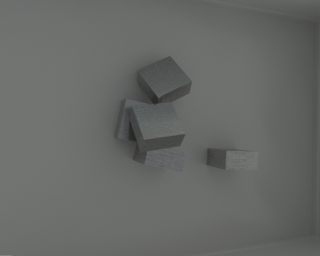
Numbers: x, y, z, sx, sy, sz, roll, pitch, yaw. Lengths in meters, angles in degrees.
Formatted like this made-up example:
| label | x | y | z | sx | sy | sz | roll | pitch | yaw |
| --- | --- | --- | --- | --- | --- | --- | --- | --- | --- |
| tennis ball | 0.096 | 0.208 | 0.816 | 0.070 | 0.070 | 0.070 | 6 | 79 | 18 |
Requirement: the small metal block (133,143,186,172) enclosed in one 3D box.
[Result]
| label | x | y | z | sx | sy | sz | roll | pitch | yaw |
| --- | --- | --- | --- | --- | --- | --- | --- | --- | --- |
| small metal block | -0.002 | 0.037 | 0.398 | 0.050 | 0.050 | 0.025 | 14 | 86 | -20 |

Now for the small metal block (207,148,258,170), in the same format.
| label | x | y | z | sx | sy | sz | roll | pitch | yaw |
| --- | --- | --- | --- | --- | --- | --- | --- | --- | --- |
| small metal block | 0.101 | 0.043 | 0.436 | 0.050 | 0.050 | 0.025 | 3 | 89 | -20 |

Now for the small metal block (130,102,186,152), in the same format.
| label | x | y | z | sx | sy | sz | roll | pitch | yaw |
| --- | --- | --- | --- | --- | --- | --- | --- | --- | --- |
| small metal block | -0.004 | -0.002 | 0.370 | 0.050 | 0.025 | 0.050 | -8 | 54 | -20 |

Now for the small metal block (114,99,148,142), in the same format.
| label | x | y | z | sx | sy | sz | roll | pitch | yaw |
| --- | --- | --- | --- | --- | --- | --- | --- | --- | --- |
| small metal block | -0.028 | -0.007 | 0.401 | 0.050 | 0.025 | 0.050 | 13 | 86 | -20 |

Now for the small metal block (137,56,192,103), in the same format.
| label | x | y | z | sx | sy | sz | roll | pitch | yaw |
| --- | --- | --- | --- | --- | --- | --- | --- | --- | --- |
| small metal block | 0.005 | -0.059 | 0.400 | 0.050 | 0.025 | 0.050 | -28 | 64 | -18 |
